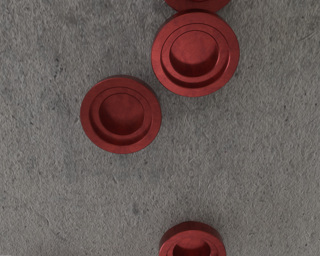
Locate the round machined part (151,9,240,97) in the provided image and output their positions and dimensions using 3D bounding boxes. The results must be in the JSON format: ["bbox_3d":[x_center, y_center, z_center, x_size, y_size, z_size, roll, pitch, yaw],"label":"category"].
[{"bbox_3d":[0.039,-0.089,0.361,0.099,0.042,0.097,0,122,0],"label":"round machined part"}]

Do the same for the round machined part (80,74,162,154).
[{"bbox_3d":[-0.047,-0.020,0.393,0.099,0.042,0.097,0,110,0],"label":"round machined part"}]

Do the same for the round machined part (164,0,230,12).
[{"bbox_3d":[0.042,-0.173,0.337,0.099,0.042,0.097,0,110,0],"label":"round machined part"}]

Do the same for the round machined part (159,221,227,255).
[{"bbox_3d":[0.047,0.181,0.468,0.099,0.042,0.097,0,110,0],"label":"round machined part"}]
